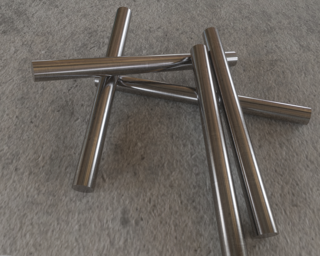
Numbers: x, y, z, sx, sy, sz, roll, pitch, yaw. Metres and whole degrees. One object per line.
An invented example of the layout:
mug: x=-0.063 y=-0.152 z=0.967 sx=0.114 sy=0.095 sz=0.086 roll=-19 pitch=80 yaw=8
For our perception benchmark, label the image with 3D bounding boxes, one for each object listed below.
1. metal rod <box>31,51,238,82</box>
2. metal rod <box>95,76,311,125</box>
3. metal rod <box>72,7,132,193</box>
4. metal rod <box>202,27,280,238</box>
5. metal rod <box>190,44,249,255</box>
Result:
metal rod: x=-0.016 y=-0.089 z=0.432 sx=0.303 sy=0.025 sz=0.025 roll=-10 pitch=49 yaw=-27
metal rod: x=0.054 y=-0.044 z=0.441 sx=0.301 sy=0.025 sz=0.025 roll=11 pitch=51 yaw=8
metal rod: x=-0.072 y=-0.059 z=0.423 sx=0.025 sy=0.025 sz=0.300 roll=4 pitch=59 yaw=3
metal rod: x=0.093 y=-0.017 z=0.392 sx=0.025 sy=0.025 sz=0.299 roll=-4 pitch=58 yaw=-4
metal rod: x=0.065 y=0.016 z=0.364 sx=0.025 sy=0.025 sz=0.299 roll=-2 pitch=58 yaw=-3
